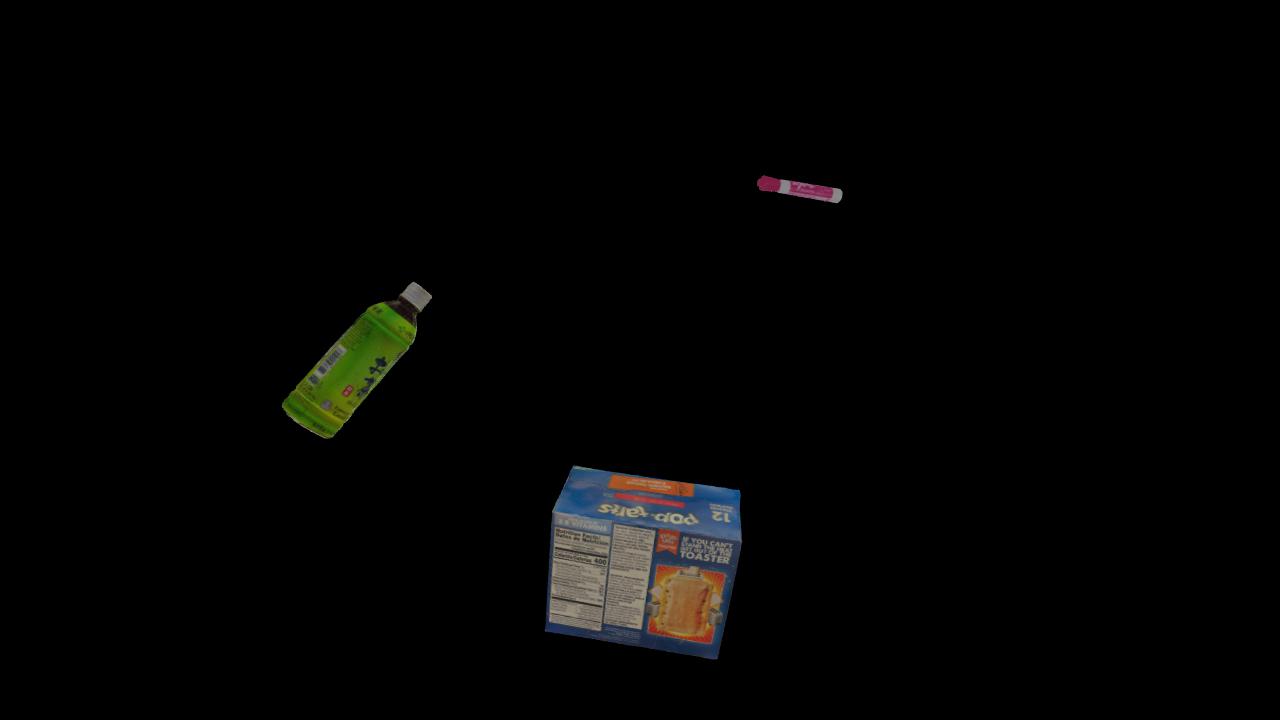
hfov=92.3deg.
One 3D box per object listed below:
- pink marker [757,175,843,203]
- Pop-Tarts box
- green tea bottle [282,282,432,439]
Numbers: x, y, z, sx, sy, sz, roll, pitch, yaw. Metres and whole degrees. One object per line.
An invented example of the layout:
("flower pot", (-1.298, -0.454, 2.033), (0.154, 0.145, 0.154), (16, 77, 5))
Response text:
("pink marker", (0.207, -0.222, 0.799), (0.121, 0.020, 0.020), (3, -1, -18))
("Pop-Tarts box", (0.003, 0.191, 0.587), (0.167, 0.141, 0.083), (7, 22, 3))
("green tea bottle", (-0.335, -0.007, 0.750), (0.073, 0.212, 0.073), (35, -10, 7))
